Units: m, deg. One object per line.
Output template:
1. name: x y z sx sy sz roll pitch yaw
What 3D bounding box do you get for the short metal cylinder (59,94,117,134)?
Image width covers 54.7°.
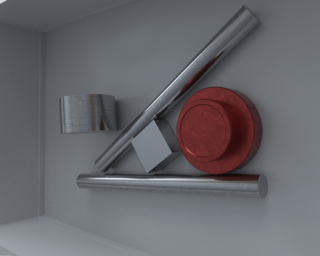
1. short metal cylinder: -0.104 -0.018 0.453 0.080 0.081 0.050 -6 86 39

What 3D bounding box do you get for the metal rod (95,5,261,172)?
1. metal rod: 0.004 -0.031 0.400 0.299 0.025 0.025 -44 64 31

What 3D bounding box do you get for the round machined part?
1. round machined part: 0.058 0.003 0.343 0.098 0.042 0.097 0 90 39

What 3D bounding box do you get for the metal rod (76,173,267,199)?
1. metal rod: -0.010 0.073 0.411 0.300 0.025 0.025 -7 86 39

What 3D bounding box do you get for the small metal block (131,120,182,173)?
1. small metal block: -0.004 0.024 0.406 0.050 0.025 0.050 -43 65 31
